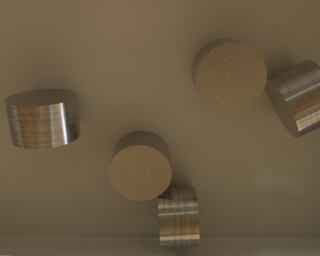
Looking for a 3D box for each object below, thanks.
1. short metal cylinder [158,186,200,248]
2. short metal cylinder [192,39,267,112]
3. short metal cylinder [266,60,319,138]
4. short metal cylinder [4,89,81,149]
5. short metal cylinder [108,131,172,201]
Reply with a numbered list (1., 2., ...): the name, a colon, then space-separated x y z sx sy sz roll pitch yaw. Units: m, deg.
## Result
1. short metal cylinder: 0.024 0.122 0.427 0.050 0.080 0.079 -3 110 1
2. short metal cylinder: 0.081 -0.065 0.375 0.081 0.050 0.079 0 110 -1
3. short metal cylinder: 0.169 -0.034 0.372 0.050 0.080 0.080 -27 108 9
4. short metal cylinder: -0.140 -0.013 0.375 0.081 0.080 0.050 0 110 -1
5. short metal cylinder: -0.025 0.050 0.416 0.081 0.050 0.079 0 110 -1
